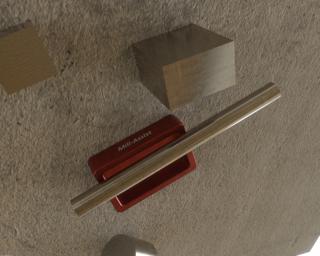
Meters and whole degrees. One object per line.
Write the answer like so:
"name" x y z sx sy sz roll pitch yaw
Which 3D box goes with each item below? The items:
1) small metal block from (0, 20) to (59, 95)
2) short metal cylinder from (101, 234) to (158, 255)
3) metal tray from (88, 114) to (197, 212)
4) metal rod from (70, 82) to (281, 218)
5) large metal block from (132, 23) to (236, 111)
"small metal block" -0.133 -0.067 0.293 0.050 0.025 0.050 -27 128 -12
"short metal cylinder" -0.049 0.210 0.476 0.050 0.080 0.080 34 99 -39
"metal tray" -0.020 0.049 0.424 0.131 0.030 0.090 -29 129 -10
"metal rod" 0.027 0.023 0.398 0.301 0.025 0.025 -30 129 -10
"large metal block" 0.025 -0.071 0.343 0.081 0.080 0.050 -23 127 -15
